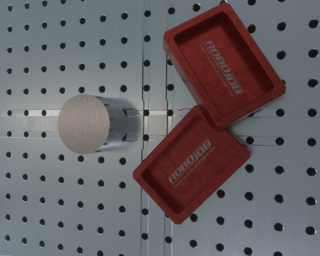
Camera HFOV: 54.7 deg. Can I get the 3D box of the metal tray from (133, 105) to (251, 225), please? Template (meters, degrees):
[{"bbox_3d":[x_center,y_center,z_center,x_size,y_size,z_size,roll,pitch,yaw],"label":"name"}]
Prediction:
[{"bbox_3d":[0.039,0.046,0.396,0.090,0.030,0.130,46,104,14],"label":"metal tray"}]

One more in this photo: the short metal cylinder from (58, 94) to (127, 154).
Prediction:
[{"bbox_3d":[-0.093,-0.005,0.432,0.080,0.050,0.079,0,90,20],"label":"short metal cylinder"}]

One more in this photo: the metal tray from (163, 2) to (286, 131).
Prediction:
[{"bbox_3d":[0.072,-0.072,0.366,0.090,0.030,0.130,-29,79,-6],"label":"metal tray"}]
